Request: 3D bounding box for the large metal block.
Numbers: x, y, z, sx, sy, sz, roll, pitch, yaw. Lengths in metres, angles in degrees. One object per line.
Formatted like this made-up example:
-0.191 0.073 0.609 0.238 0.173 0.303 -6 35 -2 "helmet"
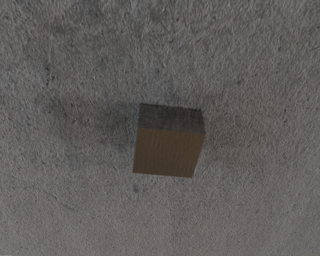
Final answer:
0.009 0.017 0.407 0.081 0.050 0.079 6 130 -6 "large metal block"
